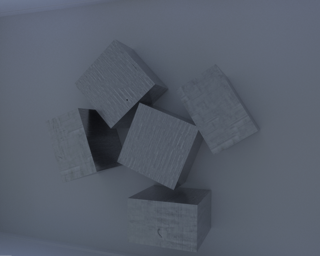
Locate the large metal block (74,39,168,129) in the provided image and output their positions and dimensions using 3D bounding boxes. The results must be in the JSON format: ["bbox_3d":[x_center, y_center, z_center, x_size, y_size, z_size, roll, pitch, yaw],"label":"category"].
[{"bbox_3d":[-0.051,-0.056,0.412,0.080,0.050,0.080,-44,77,14],"label":"large metal block"}]

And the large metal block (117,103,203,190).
[{"bbox_3d":[0.004,0.021,0.394,0.080,0.050,0.080,24,98,18],"label":"large metal block"}]

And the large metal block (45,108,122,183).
[{"bbox_3d":[-0.095,0.021,0.412,0.050,0.080,0.080,-20,84,19],"label":"large metal block"}]

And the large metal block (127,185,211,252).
[{"bbox_3d":[0.015,0.105,0.375,0.080,0.080,0.050,1,91,19],"label":"large metal block"}]

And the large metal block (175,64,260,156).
[{"bbox_3d":[0.070,-0.019,0.354,0.050,0.080,0.080,-32,80,17],"label":"large metal block"}]
